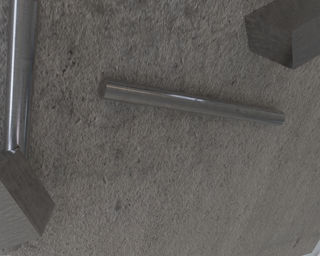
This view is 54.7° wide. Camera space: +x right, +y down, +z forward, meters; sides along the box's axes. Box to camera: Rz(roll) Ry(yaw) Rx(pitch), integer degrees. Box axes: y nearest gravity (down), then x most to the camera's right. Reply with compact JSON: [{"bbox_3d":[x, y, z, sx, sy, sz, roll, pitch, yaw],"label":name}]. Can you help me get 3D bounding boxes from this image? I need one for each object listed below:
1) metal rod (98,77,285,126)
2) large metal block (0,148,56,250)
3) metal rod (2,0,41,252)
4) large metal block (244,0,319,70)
[{"bbox_3d":[0.064,-0.030,0.423,0.302,0.025,0.025,6,115,-31],"label":"metal rod"},{"bbox_3d":[-0.170,0.077,0.319,0.080,0.050,0.080,-18,115,7],"label":"large metal block"},{"bbox_3d":[-0.154,0.017,0.333,0.025,0.025,0.298,1,118,-29],"label":"metal rod"},{"bbox_3d":[0.166,-0.125,0.385,0.080,0.080,0.050,-30,129,-9],"label":"large metal block"}]
